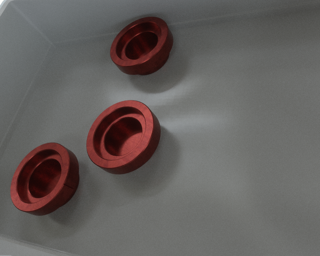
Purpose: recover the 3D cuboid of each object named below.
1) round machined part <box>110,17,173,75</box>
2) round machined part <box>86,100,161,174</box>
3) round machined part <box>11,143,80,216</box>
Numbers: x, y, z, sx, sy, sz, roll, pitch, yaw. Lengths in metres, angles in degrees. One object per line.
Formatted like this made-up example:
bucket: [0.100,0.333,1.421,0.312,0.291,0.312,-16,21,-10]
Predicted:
round machined part: [-0.024,-0.121,0.480,0.098,0.042,0.098,-13,56,20]
round machined part: [-0.043,0.015,0.407,0.098,0.042,0.098,-13,56,20]
round machined part: [-0.152,0.073,0.428,0.098,0.042,0.098,-13,56,20]
